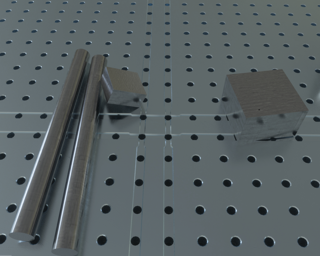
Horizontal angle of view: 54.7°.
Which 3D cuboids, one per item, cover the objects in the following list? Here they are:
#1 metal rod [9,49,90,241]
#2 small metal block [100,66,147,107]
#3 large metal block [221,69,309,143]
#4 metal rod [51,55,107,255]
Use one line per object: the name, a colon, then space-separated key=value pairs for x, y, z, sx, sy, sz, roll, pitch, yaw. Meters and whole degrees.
metal rod: x=-0.133 y=-0.005 z=0.409 sx=0.025 sy=0.025 sz=0.300 roll=2 pitch=50 yaw=1
small metal block: x=-0.053 y=-0.058 z=0.443 sx=0.050 sy=0.025 sz=0.050 roll=6 pitch=44 yaw=-32
large metal block: x=0.136 y=-0.031 z=0.419 sx=0.081 sy=0.050 sz=0.080 roll=-7 pitch=50 yaw=-6
metal rod: x=-0.095 y=0.007 z=0.400 sx=0.025 sy=0.025 sz=0.300 roll=0 pitch=50 yaw=-1
